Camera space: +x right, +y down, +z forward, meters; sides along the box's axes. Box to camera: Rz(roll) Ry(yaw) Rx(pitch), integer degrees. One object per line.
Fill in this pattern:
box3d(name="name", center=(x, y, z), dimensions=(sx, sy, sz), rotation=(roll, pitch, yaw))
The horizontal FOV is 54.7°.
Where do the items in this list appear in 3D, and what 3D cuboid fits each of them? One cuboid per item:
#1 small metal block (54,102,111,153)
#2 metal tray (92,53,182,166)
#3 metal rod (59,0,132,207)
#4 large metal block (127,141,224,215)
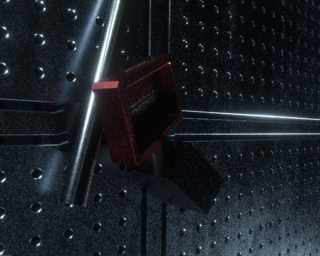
box3d(name="small metal block", center=(-0.084, -0.003, 0.340), dimensions=(0.050, 0.025, 0.050), rotation=(-10, 97, -40))
box3d(name="metal tray", center=(-0.017, -0.027, 0.354), dimensions=(0.131, 0.030, 0.089), rotation=(-45, 129, -55))
box3d(name="metal rod", center=(-0.059, -0.069, 0.336), dimensions=(0.025, 0.025, 0.299), rotation=(24, 67, -38))
box3d(name="large metal block", center=(0.020, 0.060, 0.392), dimensions=(0.080, 0.080, 0.050), rotation=(47, 62, -30))
